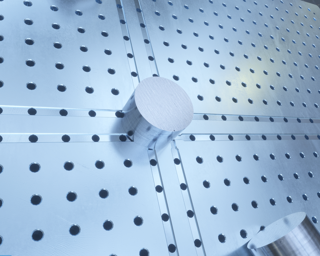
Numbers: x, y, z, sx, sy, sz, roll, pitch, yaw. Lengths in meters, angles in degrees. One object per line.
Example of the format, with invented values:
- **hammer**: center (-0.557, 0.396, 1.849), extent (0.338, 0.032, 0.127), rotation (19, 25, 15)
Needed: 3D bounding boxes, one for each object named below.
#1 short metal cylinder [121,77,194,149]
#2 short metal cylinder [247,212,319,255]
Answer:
- **short metal cylinder**: center (-0.004, -0.019, 0.401), extent (0.081, 0.050, 0.080), rotation (14, 56, -21)
- **short metal cylinder**: center (0.153, 0.143, 0.367), extent (0.081, 0.080, 0.050), rotation (-23, 75, -36)
